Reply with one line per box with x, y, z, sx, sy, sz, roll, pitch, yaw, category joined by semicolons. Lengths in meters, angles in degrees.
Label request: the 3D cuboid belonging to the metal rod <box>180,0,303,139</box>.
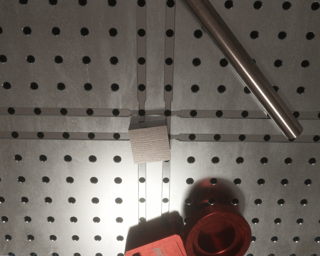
0.084;-0.100;0.377;0.025;0.025;0.300;-39;106;13;metal rod

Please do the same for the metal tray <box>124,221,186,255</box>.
0.011;0.220;0.491;0.090;0.030;0.129;-22;109;7;metal tray

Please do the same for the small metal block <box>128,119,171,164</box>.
-0.013;0.019;0.420;0.050;0.025;0.050;-7;110;2;small metal block

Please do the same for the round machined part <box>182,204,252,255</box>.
0.080;0.155;0.457;0.099;0.042;0.097;-3;107;-9;round machined part
